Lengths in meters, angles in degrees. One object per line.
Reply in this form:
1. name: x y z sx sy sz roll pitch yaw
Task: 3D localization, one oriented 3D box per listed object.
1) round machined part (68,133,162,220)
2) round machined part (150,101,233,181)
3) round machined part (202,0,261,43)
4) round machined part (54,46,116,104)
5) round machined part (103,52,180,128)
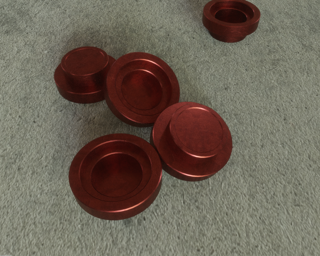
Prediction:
1. round machined part: -0.047 0.056 0.344 0.099 0.042 0.098 0 50 0
2. round machined part: 0.040 0.010 0.366 0.099 0.042 0.098 6 63 -11
3. round machined part: 0.124 -0.189 0.551 0.099 0.042 0.098 0 50 0
4. round machined part: -0.108 -0.085 0.463 0.099 0.042 0.098 0 50 0
5. round machined part: -0.027 -0.048 0.413 0.099 0.042 0.098 6 74 -21
